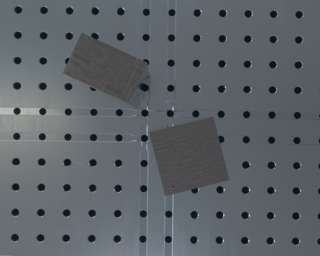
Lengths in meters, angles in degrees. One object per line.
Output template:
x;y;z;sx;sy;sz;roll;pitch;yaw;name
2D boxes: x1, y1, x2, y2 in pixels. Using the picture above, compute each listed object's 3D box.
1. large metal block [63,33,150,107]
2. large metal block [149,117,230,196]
-0.061;-0.067;0.385;0.080;0.080;0.050;25;90;0;large metal block
0.036;0.034;0.401;0.080;0.050;0.080;-14;90;0;large metal block
